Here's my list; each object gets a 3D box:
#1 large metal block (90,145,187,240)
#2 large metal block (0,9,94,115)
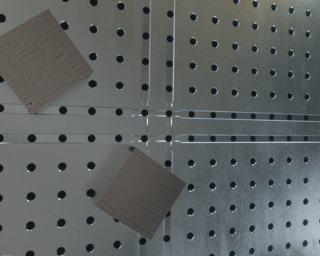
[{"bbox_3d":[-0.028,0.078,0.389,0.080,0.050,0.080,37,78,-16],"label":"large metal block"},{"bbox_3d":[-0.135,-0.071,0.349,0.080,0.050,0.080,-38,102,-16],"label":"large metal block"}]
